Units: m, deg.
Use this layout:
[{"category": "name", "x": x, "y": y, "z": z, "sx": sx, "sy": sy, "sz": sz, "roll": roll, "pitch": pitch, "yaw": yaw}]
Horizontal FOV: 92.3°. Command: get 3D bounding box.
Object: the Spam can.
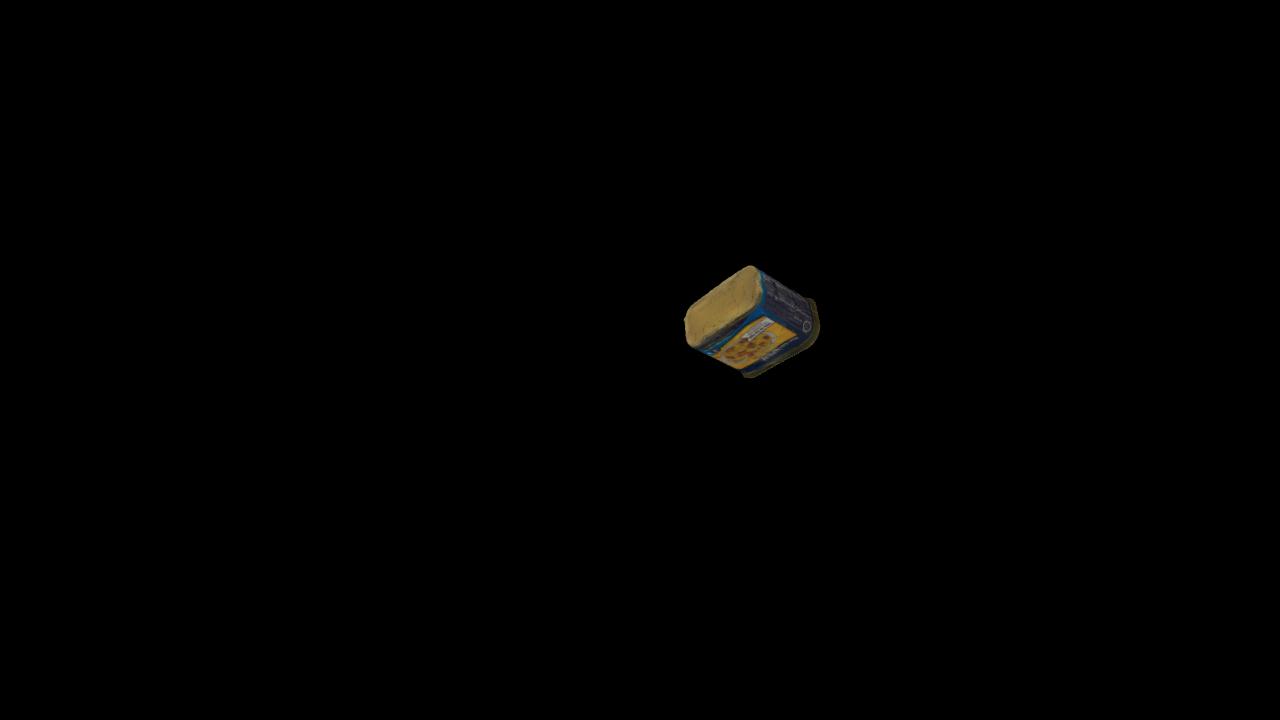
[{"category": "Spam can", "x": 0.106, "y": -0.035, "z": 0.594, "sx": 0.085, "sy": 0.058, "sz": 0.101, "roll": 23, "pitch": -41, "yaw": -32}]
